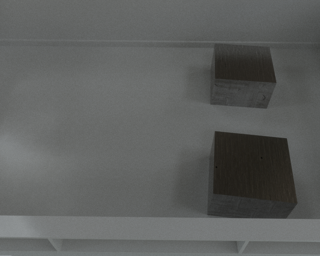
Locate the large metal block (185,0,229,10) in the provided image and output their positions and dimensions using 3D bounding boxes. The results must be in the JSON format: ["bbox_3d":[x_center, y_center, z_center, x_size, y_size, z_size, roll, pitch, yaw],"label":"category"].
[{"bbox_3d":[0.092,-0.290,0.636,0.081,0.050,0.080,-9,51,-7],"label":"large metal block"}]

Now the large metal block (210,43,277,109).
[{"bbox_3d":[0.118,-0.077,0.454,0.080,0.050,0.080,5,50,4],"label":"large metal block"}]

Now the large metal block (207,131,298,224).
[{"bbox_3d":[0.097,0.054,0.344,0.080,0.050,0.080,6,50,5],"label":"large metal block"}]
